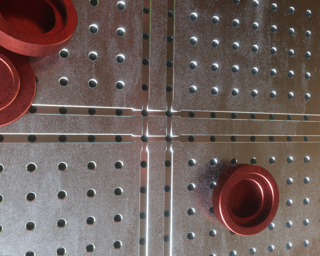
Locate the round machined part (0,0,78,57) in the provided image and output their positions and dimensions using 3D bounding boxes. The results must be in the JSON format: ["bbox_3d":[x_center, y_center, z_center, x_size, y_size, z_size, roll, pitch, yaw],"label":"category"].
[{"bbox_3d":[-0.145,-0.119,0.337,0.099,0.042,0.098,15,60,-28],"label":"round machined part"}]

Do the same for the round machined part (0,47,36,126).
[{"bbox_3d":[-0.187,-0.049,0.335,0.099,0.042,0.097,0,90,-20],"label":"round machined part"}]

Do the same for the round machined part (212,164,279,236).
[{"bbox_3d":[0.118,0.100,0.447,0.099,0.042,0.097,0,90,-20],"label":"round machined part"}]
